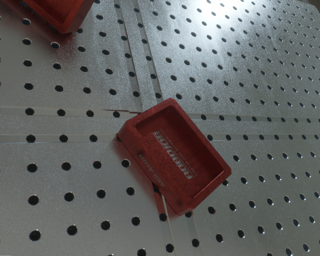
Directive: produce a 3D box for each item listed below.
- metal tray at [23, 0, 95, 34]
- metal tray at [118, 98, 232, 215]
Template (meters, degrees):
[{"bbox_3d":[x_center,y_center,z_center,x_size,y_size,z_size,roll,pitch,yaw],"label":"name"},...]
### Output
[{"bbox_3d":[-0.148,-0.200,0.406,0.130,0.090,0.030,40,28,-1],"label":"metal tray"},{"bbox_3d":[0.020,0.032,0.397,0.091,0.030,0.130,-32,80,-38],"label":"metal tray"}]
